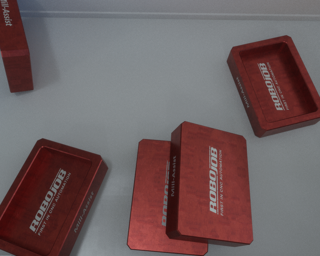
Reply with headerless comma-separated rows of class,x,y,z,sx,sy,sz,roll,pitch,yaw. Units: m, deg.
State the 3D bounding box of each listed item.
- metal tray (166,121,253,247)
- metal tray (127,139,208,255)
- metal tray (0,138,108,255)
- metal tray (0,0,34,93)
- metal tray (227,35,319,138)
metal tray,0.057,0.063,0.358,0.091,0.030,0.130,14,60,-17
metal tray,0.013,0.082,0.377,0.091,0.030,0.130,5,70,1
metal tray,-0.129,0.084,0.361,0.090,0.030,0.130,15,65,14
metal tray,-0.201,-0.125,0.416,0.030,0.090,0.130,-12,70,-23
metal tray,0.157,-0.060,0.429,0.091,0.030,0.130,-14,71,-5
